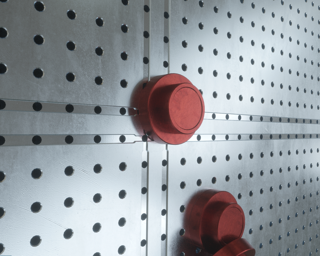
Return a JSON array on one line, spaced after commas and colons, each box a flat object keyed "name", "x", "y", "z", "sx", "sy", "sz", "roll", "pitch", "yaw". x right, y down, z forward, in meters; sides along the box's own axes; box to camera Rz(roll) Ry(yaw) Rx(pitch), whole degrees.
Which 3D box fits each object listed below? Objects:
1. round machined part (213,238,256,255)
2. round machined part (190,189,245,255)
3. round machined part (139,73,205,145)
[{"name": "round machined part", "x": 0.106, "y": 0.215, "z": 0.461, "sx": 0.099, "sy": 0.042, "sz": 0.097, "roll": -22, "pitch": 136, "yaw": -23}, {"name": "round machined part", "x": 0.095, "y": 0.147, "z": 0.481, "sx": 0.099, "sy": 0.042, "sz": 0.097, "roll": 0, "pitch": 90, "yaw": -40}, {"name": "round machined part", "x": 0.023, "y": -0.026, "z": 0.419, "sx": 0.099, "sy": 0.042, "sz": 0.097, "roll": 0, "pitch": 90, "yaw": -40}]
